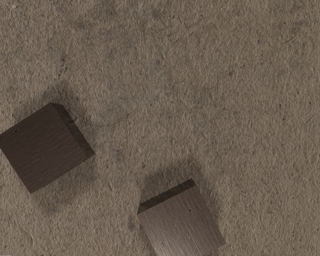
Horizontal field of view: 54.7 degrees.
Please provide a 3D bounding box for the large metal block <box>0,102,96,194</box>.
[{"bbox_3d":[-0.143,0.024,0.396,0.080,0.050,0.080,-33,90,0],"label":"large metal block"}]

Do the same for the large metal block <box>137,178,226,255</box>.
[{"bbox_3d":[0.026,0.122,0.398,0.080,0.050,0.080,-27,90,0],"label":"large metal block"}]
